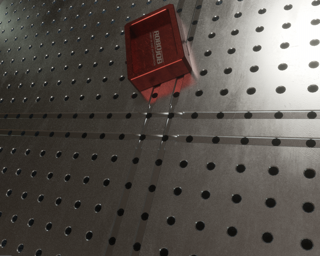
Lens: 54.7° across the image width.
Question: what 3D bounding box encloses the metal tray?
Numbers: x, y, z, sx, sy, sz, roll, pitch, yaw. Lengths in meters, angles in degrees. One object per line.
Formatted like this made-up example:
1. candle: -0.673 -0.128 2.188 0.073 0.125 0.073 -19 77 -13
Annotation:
1. metal tray: -0.007 -0.128 0.485 0.090 0.030 0.130 -19 54 16
